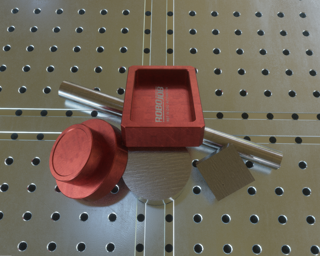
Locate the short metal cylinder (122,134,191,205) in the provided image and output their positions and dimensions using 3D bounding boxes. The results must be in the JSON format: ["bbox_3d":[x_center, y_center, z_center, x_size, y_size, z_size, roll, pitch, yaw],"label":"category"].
[{"bbox_3d":[-0.004,0.050,0.376,0.081,0.050,0.080,0,70,0],"label":"short metal cylinder"}]

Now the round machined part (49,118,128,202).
[{"bbox_3d":[-0.089,0.033,0.361,0.098,0.042,0.098,-15,61,29],"label":"round machined part"}]

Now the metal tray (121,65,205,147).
[{"bbox_3d":[0.003,-0.032,0.386,0.091,0.030,0.130,0,41,-1],"label":"metal tray"}]

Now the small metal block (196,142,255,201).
[{"bbox_3d":[0.078,0.052,0.377,0.050,0.025,0.050,-31,89,6],"label":"small metal block"}]

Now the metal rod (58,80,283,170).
[{"bbox_3d":[0.009,-0.006,0.410,0.301,0.025,0.025,19,71,6],"label":"metal rod"}]
